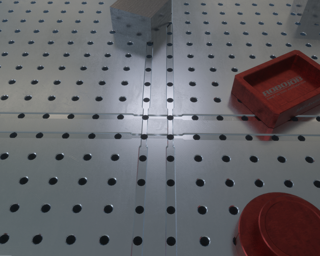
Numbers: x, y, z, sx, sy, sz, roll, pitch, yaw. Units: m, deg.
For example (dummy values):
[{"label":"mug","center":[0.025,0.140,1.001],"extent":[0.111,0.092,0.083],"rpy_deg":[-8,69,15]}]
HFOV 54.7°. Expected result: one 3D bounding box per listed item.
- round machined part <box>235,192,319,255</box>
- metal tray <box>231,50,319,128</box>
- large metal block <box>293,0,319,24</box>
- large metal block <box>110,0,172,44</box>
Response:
[{"label":"round machined part","center":[0.128,0.107,0.307],"extent":[0.099,0.042,0.098],"rpy_deg":[0,50,0]},{"label":"metal tray","center":[0.184,-0.062,0.457],"extent":[0.131,0.030,0.090],"rpy_deg":[-24,54,-19]},{"label":"large metal block","center":[0.312,-0.244,0.598],"extent":[0.080,0.050,0.080],"rpy_deg":[6,50,4]},{"label":"large metal block","center":[-0.033,-0.207,0.565],"extent":[0.080,0.050,0.080],"rpy_deg":[21,53,17]}]
